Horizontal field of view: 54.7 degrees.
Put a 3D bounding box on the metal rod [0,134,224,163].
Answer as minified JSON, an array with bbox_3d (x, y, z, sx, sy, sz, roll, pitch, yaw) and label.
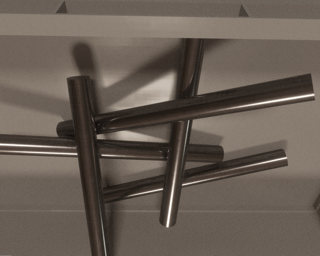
[{"bbox_3d":[-0.060,0.028,0.406,0.302,0.025,0.025,4,131,-14],"label":"metal rod"}]

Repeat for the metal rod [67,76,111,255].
[{"bbox_3d":[-0.084,0.085,0.392,0.025,0.025,0.298,-2,109,1],"label":"metal rod"}]

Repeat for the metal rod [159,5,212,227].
[{"bbox_3d":[0.025,0.008,0.381,0.025,0.025,0.298,4,120,-4],"label":"metal rod"}]

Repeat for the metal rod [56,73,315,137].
[{"bbox_3d":[0.005,-0.017,0.345,0.300,0.025,0.025,-9,132,26],"label":"metal rod"}]

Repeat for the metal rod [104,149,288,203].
[{"bbox_3d":[0.038,0.078,0.476,0.301,0.025,0.025,-14,129,11],"label":"metal rod"}]
